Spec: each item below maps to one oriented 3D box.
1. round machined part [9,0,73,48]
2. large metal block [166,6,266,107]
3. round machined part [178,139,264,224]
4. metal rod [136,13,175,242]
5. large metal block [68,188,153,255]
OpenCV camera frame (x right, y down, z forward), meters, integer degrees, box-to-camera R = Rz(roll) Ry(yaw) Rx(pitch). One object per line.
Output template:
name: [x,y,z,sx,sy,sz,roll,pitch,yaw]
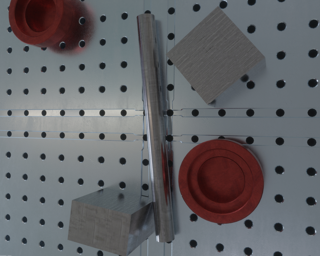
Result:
round machined part: [-0.172,-0.169,0.464,0.098,0.042,0.097,0,90,20]
large metal block: [0.069,-0.082,0.375,0.080,0.050,0.080,-41,77,15]
round machined part: [0.075,0.062,0.377,0.098,0.042,0.097,0,90,20]
metal rod: [-0.006,-0.002,0.414,0.025,0.025,0.298,-6,88,20]
large metal block: [-0.059,0.118,0.404,0.080,0.080,0.050,8,93,20]
